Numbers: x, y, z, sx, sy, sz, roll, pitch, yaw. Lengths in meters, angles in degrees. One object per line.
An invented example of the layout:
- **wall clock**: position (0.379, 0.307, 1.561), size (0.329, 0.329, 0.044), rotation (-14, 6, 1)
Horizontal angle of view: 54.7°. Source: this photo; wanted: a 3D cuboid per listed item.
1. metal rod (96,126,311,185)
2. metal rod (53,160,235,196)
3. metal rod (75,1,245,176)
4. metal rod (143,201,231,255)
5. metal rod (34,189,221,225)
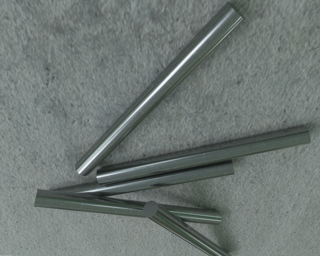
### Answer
- **metal rod**: position (0.054, 0.042, 0.443), size (0.301, 0.025, 0.025), rotation (-13, 129, 10)
- **metal rod**: position (-0.038, 0.086, 0.480), size (0.301, 0.025, 0.025), rotation (-12, 129, 9)
- **metal rod**: position (-0.019, -0.029, 0.382), size (0.025, 0.025, 0.299), rotation (32, 123, -25)
- **metal rod**: position (0.063, 0.194, 0.541), size (0.025, 0.025, 0.300), rotation (-25, 136, 19)
- **metal rod**: position (-0.038, 0.128, 0.491), size (0.302, 0.025, 0.025), rotation (12, 130, -20)
